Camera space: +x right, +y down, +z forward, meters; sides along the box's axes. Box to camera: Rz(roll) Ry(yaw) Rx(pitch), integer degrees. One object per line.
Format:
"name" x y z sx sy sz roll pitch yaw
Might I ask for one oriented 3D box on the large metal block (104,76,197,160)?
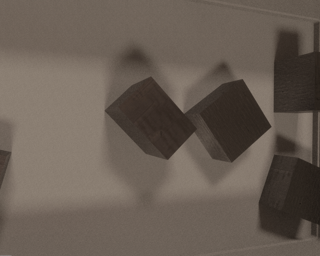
"large metal block" -0.014 -0.011 0.377 0.050 0.080 0.080 -46 105 -14

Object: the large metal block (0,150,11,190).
"large metal block" -0.210 0.056 0.320 0.081 0.050 0.080 16 85 -20

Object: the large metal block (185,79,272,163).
"large metal block" 0.094 -0.010 0.433 0.080 0.050 0.080 -38 103 -16

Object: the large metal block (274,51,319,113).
"large metal block" 0.219 -0.064 0.464 0.050 0.080 0.079 0 90 -20

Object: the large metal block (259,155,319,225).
"large metal block" 0.212 0.094 0.478 0.080 0.050 0.080 23 82 -19
